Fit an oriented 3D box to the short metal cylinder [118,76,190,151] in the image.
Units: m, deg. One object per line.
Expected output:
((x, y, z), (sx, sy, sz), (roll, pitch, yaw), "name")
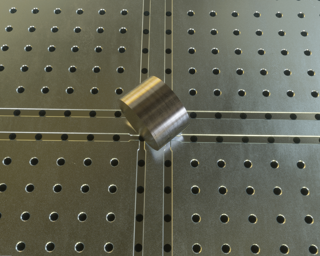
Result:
((-0.008, -0.018, 0.388), (0.050, 0.080, 0.080), (-39, 75, -13), "short metal cylinder")
